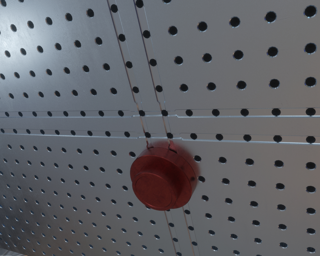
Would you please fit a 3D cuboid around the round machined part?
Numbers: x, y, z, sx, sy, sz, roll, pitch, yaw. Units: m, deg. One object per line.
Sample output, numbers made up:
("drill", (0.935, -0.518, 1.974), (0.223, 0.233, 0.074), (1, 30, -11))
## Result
("round machined part", (-0.001, 0.081, 0.449), (0.098, 0.042, 0.097), (13, 124, 20))
